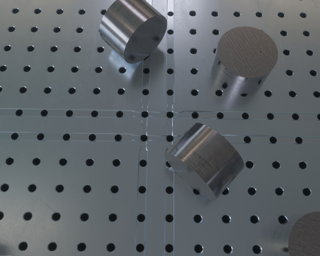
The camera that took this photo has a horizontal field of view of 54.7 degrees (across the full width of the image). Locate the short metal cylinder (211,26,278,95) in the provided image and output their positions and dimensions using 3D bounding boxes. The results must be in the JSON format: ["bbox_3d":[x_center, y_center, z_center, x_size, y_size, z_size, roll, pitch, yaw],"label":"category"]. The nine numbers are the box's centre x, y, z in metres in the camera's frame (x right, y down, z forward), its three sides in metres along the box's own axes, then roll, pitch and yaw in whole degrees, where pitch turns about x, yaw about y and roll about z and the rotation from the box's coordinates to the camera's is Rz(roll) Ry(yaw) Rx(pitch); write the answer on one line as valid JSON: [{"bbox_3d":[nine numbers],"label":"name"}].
[{"bbox_3d":[0.116,-0.093,0.433,0.081,0.050,0.080,0,70,0],"label":"short metal cylinder"}]

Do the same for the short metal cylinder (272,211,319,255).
[{"bbox_3d":[0.176,0.137,0.349,0.081,0.050,0.080,0,70,0],"label":"short metal cylinder"}]

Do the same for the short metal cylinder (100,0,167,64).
[{"bbox_3d":[-0.036,-0.137,0.432,0.080,0.080,0.050,-42,75,-14],"label":"short metal cylinder"}]

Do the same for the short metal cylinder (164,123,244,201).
[{"bbox_3d":[0.051,0.040,0.368,0.080,0.080,0.050,42,75,13],"label":"short metal cylinder"}]
